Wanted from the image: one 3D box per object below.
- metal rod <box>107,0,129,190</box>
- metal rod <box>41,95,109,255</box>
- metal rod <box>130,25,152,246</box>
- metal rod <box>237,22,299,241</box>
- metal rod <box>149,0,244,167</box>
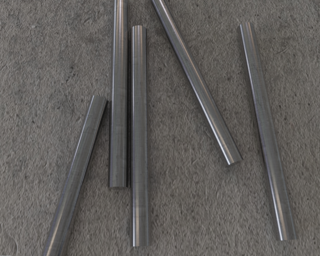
[{"bbox_3d":[-0.056,-0.066,0.431,0.025,0.025,0.299,-2,70,-1],"label":"metal rod"},{"bbox_3d":[-0.112,0.099,0.370,0.025,0.025,0.299,11,70,4],"label":"metal rod"},{"bbox_3d":[-0.027,-0.004,0.409,0.025,0.025,0.299,-2,70,-1],"label":"metal rod"},{"bbox_3d":[0.138,-0.010,0.412,0.025,0.025,0.299,-4,70,-1],"label":"metal rod"},{"bbox_3d":[0.041,-0.086,0.439,0.025,0.025,0.299,-20,71,-7],"label":"metal rod"}]
